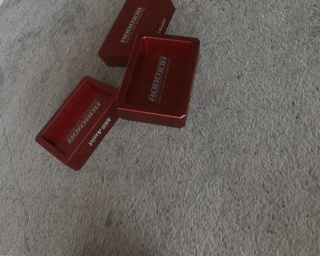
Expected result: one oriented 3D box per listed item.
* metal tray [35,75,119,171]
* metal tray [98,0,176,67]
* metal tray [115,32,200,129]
[{"bbox_3d":[-0.118,-0.011,0.469,0.090,0.030,0.130,27,76,37],"label":"metal tray"},{"bbox_3d":[-0.038,-0.163,0.521,0.090,0.030,0.130,9,66,32],"label":"metal tray"},{"bbox_3d":[0.000,-0.069,0.422,0.090,0.030,0.130,9,64,8],"label":"metal tray"}]
